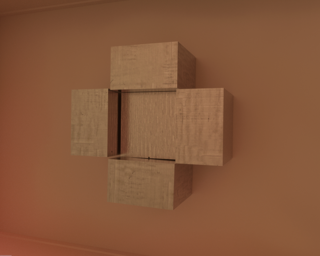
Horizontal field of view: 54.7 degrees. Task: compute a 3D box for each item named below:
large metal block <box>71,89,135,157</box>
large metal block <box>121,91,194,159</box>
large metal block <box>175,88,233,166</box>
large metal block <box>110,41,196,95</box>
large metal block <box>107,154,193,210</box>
[{"bbox_3d":[-0.070,-0.007,0.405,0.050,0.080,0.080,1,90,20],"label":"large metal block"},{"bbox_3d":[-0.002,-0.004,0.395,0.080,0.050,0.080,1,90,20],"label":"large metal block"},{"bbox_3d":[0.054,-0.002,0.361,0.050,0.080,0.080,1,90,20],"label":"large metal block"},{"bbox_3d":[-0.005,-0.068,0.381,0.080,0.080,0.050,1,91,20],"label":"large metal block"},{"bbox_3d":[-0.009,0.062,0.383,0.080,0.080,0.050,2,91,20],"label":"large metal block"}]
